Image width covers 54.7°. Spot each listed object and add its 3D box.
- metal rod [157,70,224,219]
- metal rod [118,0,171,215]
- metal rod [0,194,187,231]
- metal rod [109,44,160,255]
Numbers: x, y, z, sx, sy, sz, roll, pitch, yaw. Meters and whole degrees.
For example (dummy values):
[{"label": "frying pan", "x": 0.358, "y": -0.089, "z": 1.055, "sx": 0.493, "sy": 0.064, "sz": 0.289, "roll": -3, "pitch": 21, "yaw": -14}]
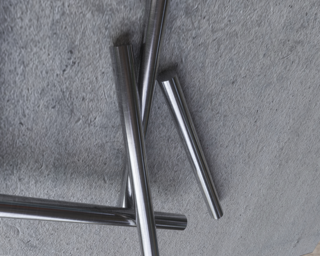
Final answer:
[{"label": "metal rod", "x": 0.055, "y": 0.045, "z": 0.463, "sx": 0.025, "sy": 0.025, "sz": 0.299, "roll": -31, "pitch": 129, "yaw": -9}, {"label": "metal rod", "x": -0.024, "y": -0.012, "z": 0.385, "sx": 0.025, "sy": 0.025, "sz": 0.298, "roll": -4, "pitch": 120, "yaw": -27}, {"label": "metal rod", "x": -0.084, "y": 0.110, "z": 0.395, "sx": 0.302, "sy": 0.025, "sz": 0.025, "roll": 17, "pitch": 109, "yaw": -35}, {"label": "metal rod", "x": -0.027, "y": 0.051, "z": 0.382, "sx": 0.025, "sy": 0.025, "sz": 0.298, "roll": -14, "pitch": 112, "yaw": -21}]
